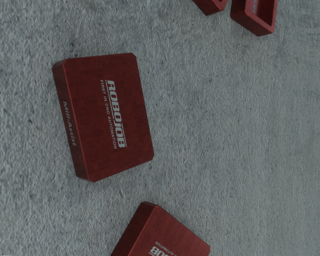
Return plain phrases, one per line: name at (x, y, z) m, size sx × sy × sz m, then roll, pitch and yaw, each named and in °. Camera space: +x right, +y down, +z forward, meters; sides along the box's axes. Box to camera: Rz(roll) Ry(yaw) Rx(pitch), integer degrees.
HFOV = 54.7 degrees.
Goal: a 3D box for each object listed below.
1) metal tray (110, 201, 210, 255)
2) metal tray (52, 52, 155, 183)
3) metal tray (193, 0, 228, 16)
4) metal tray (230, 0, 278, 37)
metal tray at (0.005, 0.167, 0.405) m, size 0.130 × 0.030 × 0.090 m, roll 46°, pitch 63°, yaw -30°
metal tray at (-0.060, -0.015, 0.351) m, size 0.091 × 0.030 × 0.129 m, roll -17°, pitch 101°, yaw -39°
metal tray at (0.078, -0.249, 0.465) m, size 0.090 × 0.030 × 0.130 m, roll 35°, pitch 68°, yaw -34°
metal tray at (0.170, -0.239, 0.542) m, size 0.091 × 0.030 × 0.129 m, roll 14°, pitch 81°, yaw -39°
